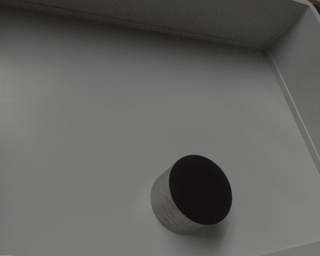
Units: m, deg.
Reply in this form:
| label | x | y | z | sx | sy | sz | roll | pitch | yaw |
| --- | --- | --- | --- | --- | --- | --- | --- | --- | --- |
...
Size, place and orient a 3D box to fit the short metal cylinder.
| label | x | y | z | sx | sy | sz | roll | pitch | yaw |
| --- | --- | --- | --- | --- | --- | --- | --- | --- | --- |
| short metal cylinder | 0.036 | 0.078 | 0.361 | 0.081 | 0.050 | 0.080 | 13 | 56 | -21 |
